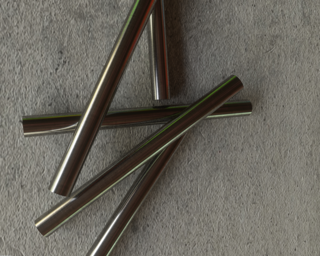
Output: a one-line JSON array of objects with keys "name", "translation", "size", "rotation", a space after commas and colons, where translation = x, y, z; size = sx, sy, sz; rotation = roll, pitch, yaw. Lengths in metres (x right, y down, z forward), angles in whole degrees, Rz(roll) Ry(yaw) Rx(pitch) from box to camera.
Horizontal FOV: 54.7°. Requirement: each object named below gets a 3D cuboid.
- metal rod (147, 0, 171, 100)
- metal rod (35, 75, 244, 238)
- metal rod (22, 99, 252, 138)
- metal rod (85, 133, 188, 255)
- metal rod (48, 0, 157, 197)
[{"name": "metal rod", "translation": [-0.008, -0.186, 0.405], "size": [0.025, 0.025, 0.298], "rotation": [-4, 92, -20]}, {"name": "metal rod", "translation": [-0.018, 0.028, 0.384], "size": [0.301, 0.025, 0.025], "rotation": [-37, 102, -10]}, {"name": "metal rod", "translation": [-0.013, -0.016, 0.403], "size": [0.303, 0.025, 0.025], "rotation": [-6, 92, -20]}, {"name": "metal rod", "translation": [-0.055, 0.124, 0.388], "size": [0.025, 0.025, 0.300], "rotation": [37, 78, -16]}, {"name": "metal rod", "translation": [-0.054, -0.066, 0.361], "size": [0.025, 0.025, 0.299], "rotation": [25, 82, -18]}]
